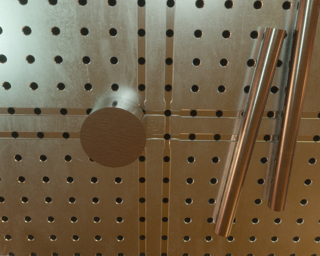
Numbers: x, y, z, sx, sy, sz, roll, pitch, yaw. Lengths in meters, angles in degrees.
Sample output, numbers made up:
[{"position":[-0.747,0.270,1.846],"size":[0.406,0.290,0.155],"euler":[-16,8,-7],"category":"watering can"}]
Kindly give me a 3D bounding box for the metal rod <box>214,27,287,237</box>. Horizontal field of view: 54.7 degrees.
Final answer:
[{"position":[0.117,0.019,0.422],"size":[0.025,0.025,0.298],"euler":[8,110,-3],"category":"metal rod"}]

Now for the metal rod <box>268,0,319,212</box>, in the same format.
[{"position":[0.173,-0.023,0.407],"size":[0.025,0.025,0.298],"euler":[0,110,-1],"category":"metal rod"}]

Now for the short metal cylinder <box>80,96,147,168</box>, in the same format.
[{"position":[-0.057,0.004,0.401],"size":[0.081,0.050,0.079],"euler":[0,110,-1],"category":"short metal cylinder"}]
